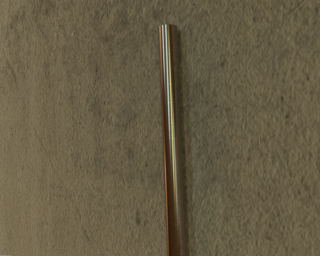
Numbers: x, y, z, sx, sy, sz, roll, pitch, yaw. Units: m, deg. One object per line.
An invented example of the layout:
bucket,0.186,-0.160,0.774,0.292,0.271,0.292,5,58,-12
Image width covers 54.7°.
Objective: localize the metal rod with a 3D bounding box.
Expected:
metal rod,0.016,0.021,0.389,0.025,0.025,0.298,-4,88,39
